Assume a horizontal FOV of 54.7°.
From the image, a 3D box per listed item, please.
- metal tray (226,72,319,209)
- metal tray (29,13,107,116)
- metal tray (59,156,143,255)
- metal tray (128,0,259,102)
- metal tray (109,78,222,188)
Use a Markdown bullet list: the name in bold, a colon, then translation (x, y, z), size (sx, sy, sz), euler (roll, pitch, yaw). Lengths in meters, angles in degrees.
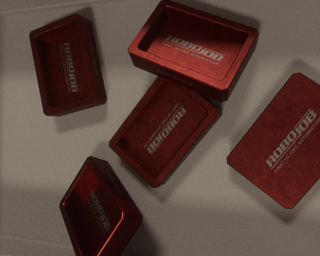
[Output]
- **metal tray**: translation (0.151, 0.014, 0.355), size (0.090, 0.030, 0.129), euler (39, 102, 15)
- **metal tray**: translation (-0.136, -0.089, 0.453), size (0.090, 0.030, 0.129), euler (-13, 86, 19)
- **metal tray**: translation (-0.081, 0.107, 0.397), size (0.090, 0.030, 0.130), euler (-57, 39, 9)
- **metal tray**: translation (0.039, -0.096, 0.374), size (0.130, 0.030, 0.090), euler (25, 74, 18)
- **metal tray**: translation (0.005, 0.001, 0.405), size (0.090, 0.030, 0.130), euler (41, 103, 15)
